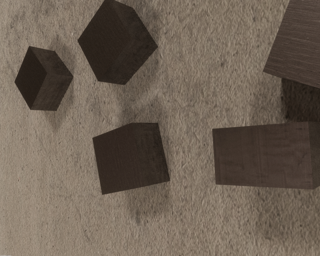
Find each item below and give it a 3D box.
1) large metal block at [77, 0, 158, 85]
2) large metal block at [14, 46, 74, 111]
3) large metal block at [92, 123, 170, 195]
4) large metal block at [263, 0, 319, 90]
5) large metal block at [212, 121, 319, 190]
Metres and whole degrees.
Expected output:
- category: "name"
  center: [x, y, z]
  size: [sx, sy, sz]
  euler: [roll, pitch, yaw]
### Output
- category: "large metal block"
  center: [-0.062, -0.119, 0.437]
  size: [0.080, 0.050, 0.080]
  euler: [-43, 64, 31]
- category: "large metal block"
  center: [-0.211, -0.088, 0.559]
  size: [0.080, 0.050, 0.080]
  euler: [50, 119, 28]
- category: "large metal block"
  center: [-0.040, 0.042, 0.420]
  size: [0.080, 0.050, 0.080]
  euler: [-19, 78, 38]
- category: "large metal block"
  center: [0.149, -0.073, 0.265]
  size: [0.080, 0.050, 0.079]
  euler: [28, 107, 36]
- category: "large metal block"
  center: [0.105, 0.023, 0.282]
  size: [0.080, 0.081, 0.050]
  euler: [-5, 87, 39]
